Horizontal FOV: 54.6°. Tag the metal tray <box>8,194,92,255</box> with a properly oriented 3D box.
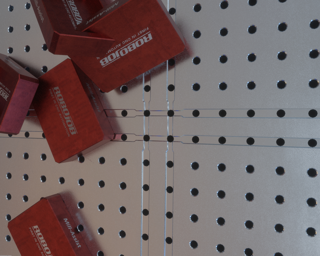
[{"bbox_3d":[-0.165,0.178,0.469,0.090,0.030,0.130,-35,79,16],"label":"metal tray"}]

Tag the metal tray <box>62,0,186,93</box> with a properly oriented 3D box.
[{"bbox_3d":[-0.045,-0.110,0.395,0.130,0.090,0.030,-26,41,18],"label":"metal tray"}]

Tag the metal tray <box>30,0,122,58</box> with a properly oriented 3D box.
[{"bbox_3d":[-0.109,-0.147,0.398,0.030,0.091,0.130,-54,53,42],"label":"metal tray"}]

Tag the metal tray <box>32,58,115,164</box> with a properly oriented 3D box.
[{"bbox_3d":[-0.134,-0.024,0.458,0.090,0.030,0.130,-28,81,18],"label":"metal tray"}]

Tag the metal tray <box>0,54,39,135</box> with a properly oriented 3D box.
[{"bbox_3d":[-0.242,-0.057,0.474,0.130,0.030,0.090,32,101,36],"label":"metal tray"}]
